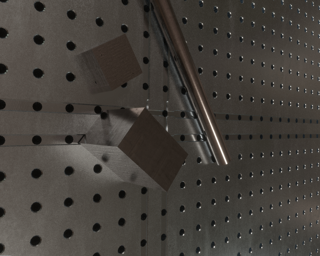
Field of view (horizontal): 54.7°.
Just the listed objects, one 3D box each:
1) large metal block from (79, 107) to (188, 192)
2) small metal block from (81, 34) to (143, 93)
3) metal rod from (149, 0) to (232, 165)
[{"bbox_3d":[-0.030,0.023,0.350,0.080,0.080,0.050,47,62,-30],"label":"large metal block"},{"bbox_3d":[-0.055,-0.076,0.364,0.050,0.025,0.050,-38,114,-34],"label":"small metal block"},{"bbox_3d":[0.043,-0.074,0.447,0.025,0.025,0.299,-39,114,-33],"label":"metal rod"}]
